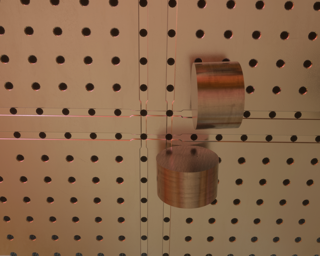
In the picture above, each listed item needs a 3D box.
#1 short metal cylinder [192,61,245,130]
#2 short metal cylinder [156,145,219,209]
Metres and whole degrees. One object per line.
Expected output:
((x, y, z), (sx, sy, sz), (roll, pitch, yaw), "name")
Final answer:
((0.066, -0.039, 0.370), (0.050, 0.080, 0.079), (-2, 110, 1), "short metal cylinder")
((0.036, 0.061, 0.407), (0.081, 0.080, 0.050), (-1, 110, 0), "short metal cylinder")
